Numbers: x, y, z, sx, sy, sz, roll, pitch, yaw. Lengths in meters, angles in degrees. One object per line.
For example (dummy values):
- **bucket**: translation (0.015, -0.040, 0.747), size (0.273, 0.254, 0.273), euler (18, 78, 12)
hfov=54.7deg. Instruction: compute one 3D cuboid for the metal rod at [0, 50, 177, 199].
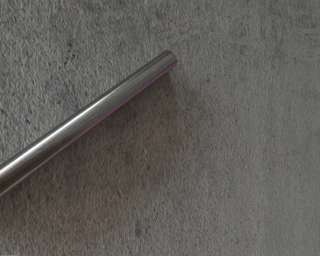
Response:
- **metal rod**: translation (-0.082, -0.008, 0.337), size (0.302, 0.025, 0.025), euler (-42, 116, -32)
